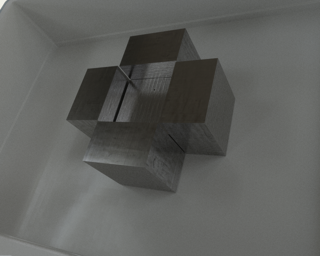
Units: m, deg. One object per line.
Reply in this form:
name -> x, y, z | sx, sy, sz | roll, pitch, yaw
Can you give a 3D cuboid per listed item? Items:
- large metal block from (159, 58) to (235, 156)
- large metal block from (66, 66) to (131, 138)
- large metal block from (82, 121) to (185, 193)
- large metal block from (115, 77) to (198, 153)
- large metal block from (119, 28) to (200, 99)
large metal block -> 0.047, -0.022, 0.358 | 0.050, 0.080, 0.080 | 1, 62, 29
large metal block -> -0.069, -0.026, 0.422 | 0.050, 0.080, 0.080 | 1, 62, 29
large metal block -> -0.027, 0.034, 0.362 | 0.080, 0.080, 0.050 | 2, 63, 29
large metal block -> -0.004, -0.017, 0.399 | 0.080, 0.050, 0.080 | 1, 62, 28
large metal block -> 0.006, -0.081, 0.415 | 0.080, 0.080, 0.050 | 1, 62, 28
